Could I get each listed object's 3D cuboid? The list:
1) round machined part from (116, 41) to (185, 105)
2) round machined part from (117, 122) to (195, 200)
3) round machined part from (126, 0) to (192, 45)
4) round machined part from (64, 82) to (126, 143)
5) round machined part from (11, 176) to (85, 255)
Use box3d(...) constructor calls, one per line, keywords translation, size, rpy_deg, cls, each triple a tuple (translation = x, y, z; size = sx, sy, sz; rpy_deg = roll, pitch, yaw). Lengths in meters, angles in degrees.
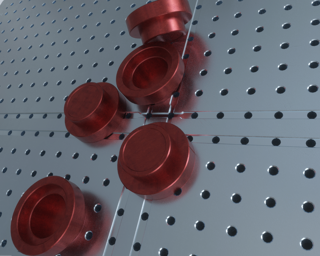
box3d(translation=(-0.010, -0.074, 0.447), size=(0.098, 0.042, 0.098), rpy_deg=(-13, 56, 20), cls="round machined part")
box3d(translation=(-0.010, 0.034, 0.380), size=(0.098, 0.042, 0.098), rpy_deg=(-13, 56, 20), cls="round machined part")
box3d(translation=(0.002, -0.153, 0.465), size=(0.098, 0.098, 0.042), rpy_deg=(-16, 91, 19), cls="round machined part")
box3d(translation=(-0.105, -0.030, 0.469), size=(0.098, 0.042, 0.098), rpy_deg=(-13, 56, 20), cls="round machined part")
box3d(translation=(-0.137, 0.114, 0.397), size=(0.098, 0.042, 0.098), rpy_deg=(-13, 56, 20), cls="round machined part")
